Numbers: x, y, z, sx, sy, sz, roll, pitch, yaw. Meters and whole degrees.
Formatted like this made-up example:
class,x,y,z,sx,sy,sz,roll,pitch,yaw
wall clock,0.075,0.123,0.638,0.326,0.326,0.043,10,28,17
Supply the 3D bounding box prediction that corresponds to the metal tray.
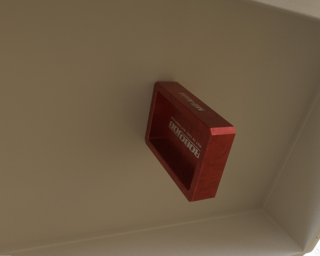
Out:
class,x,y,z,sx,sy,sz,roll,pitch,yaw
metal tray,0.026,0.010,0.361,0.030,0.130,0.089,-3,120,-27
